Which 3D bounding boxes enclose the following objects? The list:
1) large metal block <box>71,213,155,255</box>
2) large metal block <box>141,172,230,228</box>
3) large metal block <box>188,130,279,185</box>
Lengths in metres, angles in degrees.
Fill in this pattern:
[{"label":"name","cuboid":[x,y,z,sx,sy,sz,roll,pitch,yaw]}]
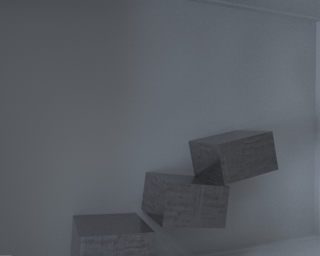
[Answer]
[{"label":"large metal block","cuboid":[-0.058,0.136,0.360,0.081,0.080,0.050,3,89,-20]},{"label":"large metal block","cuboid":[0.029,0.089,0.392,0.081,0.080,0.050,8,88,-20]},{"label":"large metal block","cuboid":[0.096,0.036,0.416,0.081,0.080,0.050,-12,94,-20]}]
